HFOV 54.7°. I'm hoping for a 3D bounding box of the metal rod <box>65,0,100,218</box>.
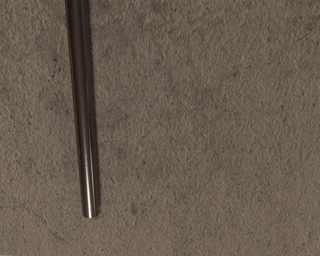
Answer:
[{"bbox_3d":[-0.098,-0.015,0.402,0.025,0.025,0.298,1,110,-1],"label":"metal rod"}]
